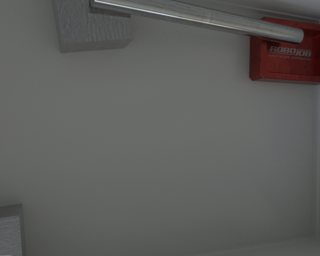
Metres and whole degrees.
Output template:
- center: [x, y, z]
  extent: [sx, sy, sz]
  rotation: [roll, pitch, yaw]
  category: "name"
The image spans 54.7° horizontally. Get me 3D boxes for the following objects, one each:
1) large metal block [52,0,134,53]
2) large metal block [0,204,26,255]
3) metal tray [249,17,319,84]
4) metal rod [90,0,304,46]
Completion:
- center: [-0.082, -0.137, 0.367]
  extent: [0.081, 0.050, 0.079]
  rotation: [-10, 94, -20]
  category: "large metal block"
- center: [-0.188, 0.132, 0.328]
  extent: [0.081, 0.050, 0.079]
  rotation: [-4, 92, -20]
  category: "large metal block"
- center: [0.205, -0.116, 0.480]
  extent: [0.131, 0.030, 0.089]
  rotation: [1, 90, -17]
  category: "metal tray"
- center: [0.066, -0.138, 0.392]
  extent: [0.303, 0.025, 0.025]
  rotation: [1, 90, -26]
  category: "metal rod"
